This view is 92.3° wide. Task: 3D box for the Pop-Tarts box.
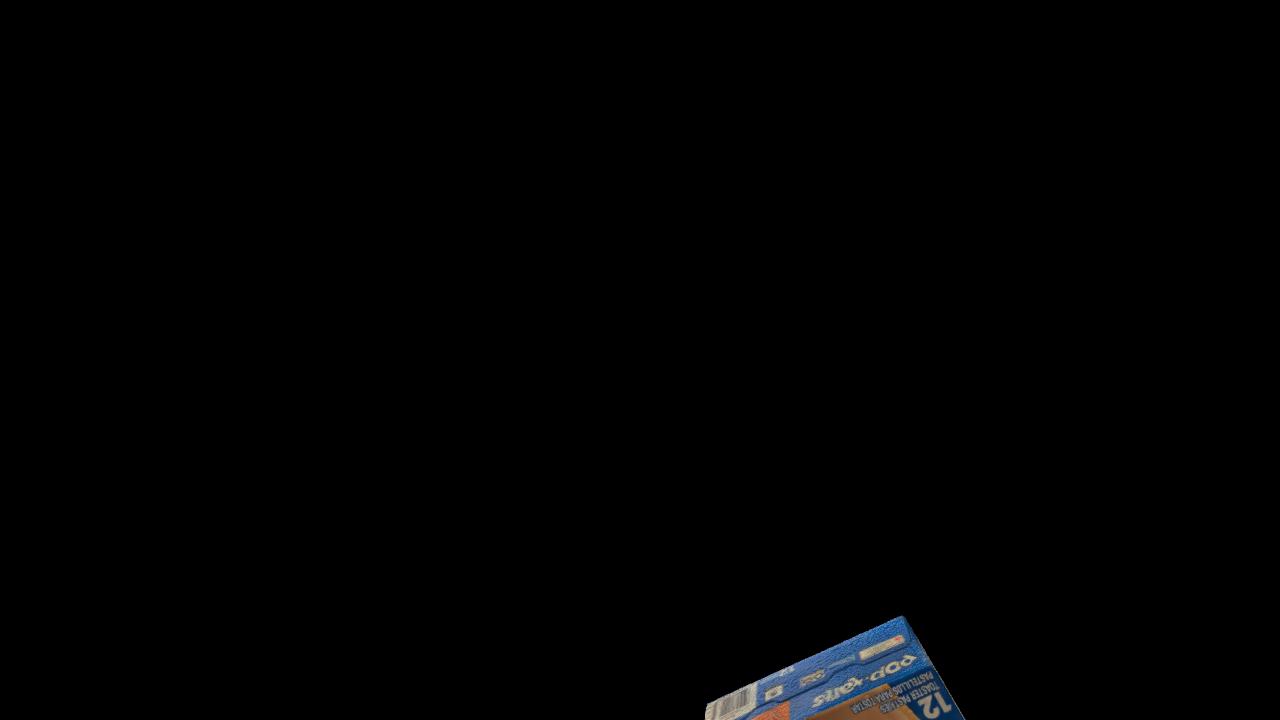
[{"bbox_3d":[0.147,0.284,0.416,0.167,0.141,0.083,-30,-6,11],"label":"Pop-Tarts box"}]
